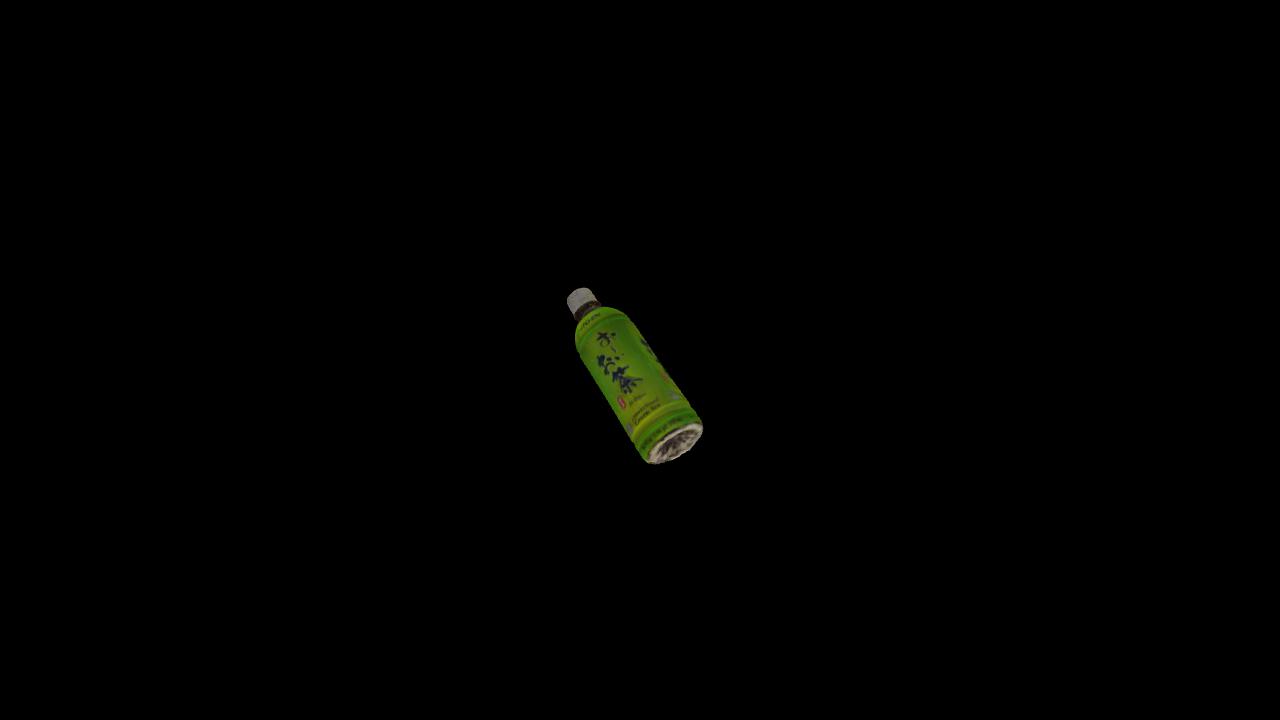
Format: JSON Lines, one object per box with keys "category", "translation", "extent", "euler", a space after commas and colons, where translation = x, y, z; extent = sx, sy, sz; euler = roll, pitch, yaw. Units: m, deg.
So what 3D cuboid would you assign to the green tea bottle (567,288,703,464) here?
{"category": "green tea bottle", "translation": [-0.018, 0.007, 0.642], "extent": [0.073, 0.212, 0.073], "euler": [-27, -29, -17]}
